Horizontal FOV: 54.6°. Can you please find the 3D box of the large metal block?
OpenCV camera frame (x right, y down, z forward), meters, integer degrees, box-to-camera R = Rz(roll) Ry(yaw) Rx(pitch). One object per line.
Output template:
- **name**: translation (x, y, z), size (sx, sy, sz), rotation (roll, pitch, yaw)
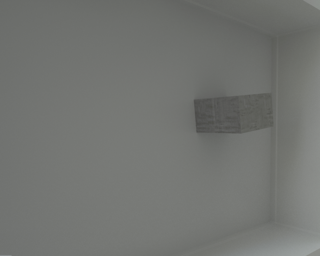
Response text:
- **large metal block**: translation (0.109, -0.022, 0.461), size (0.081, 0.080, 0.050), rotation (-9, 96, -40)
